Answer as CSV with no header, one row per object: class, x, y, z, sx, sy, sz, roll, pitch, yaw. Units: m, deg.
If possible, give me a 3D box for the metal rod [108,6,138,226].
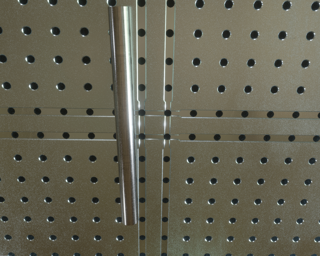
metal rod,-0.046,-0.002,0.412,0.025,0.025,0.298,-1,110,0
